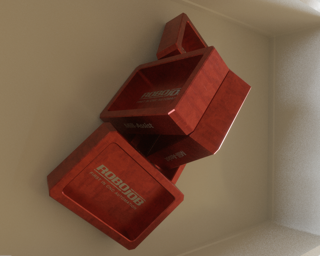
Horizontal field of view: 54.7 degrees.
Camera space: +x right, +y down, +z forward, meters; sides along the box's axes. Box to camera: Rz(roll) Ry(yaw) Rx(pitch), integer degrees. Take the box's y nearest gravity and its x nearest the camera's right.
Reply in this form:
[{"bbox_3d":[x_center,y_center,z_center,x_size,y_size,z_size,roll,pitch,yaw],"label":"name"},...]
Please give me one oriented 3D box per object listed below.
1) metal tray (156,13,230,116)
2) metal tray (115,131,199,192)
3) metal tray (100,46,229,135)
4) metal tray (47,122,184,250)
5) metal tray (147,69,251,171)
[{"bbox_3d":[0.052,-0.081,0.424,0.130,0.030,0.090,46,37,-30],"label":"metal tray"},{"bbox_3d":[0.008,0.007,0.409,0.090,0.030,0.130,47,62,-30],"label":"metal tray"},{"bbox_3d":[0.000,-0.037,0.336,0.030,0.130,0.090,48,62,-29],"label":"metal tray"},{"bbox_3d":[-0.044,0.068,0.343,0.090,0.030,0.130,-45,120,-4],"label":"metal tray"},{"bbox_3d":[0.039,-0.003,0.355,0.030,0.130,0.090,37,65,-9],"label":"metal tray"}]
